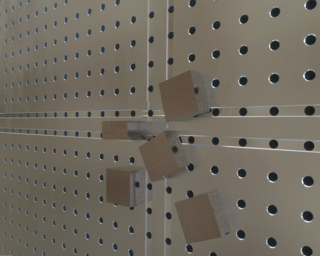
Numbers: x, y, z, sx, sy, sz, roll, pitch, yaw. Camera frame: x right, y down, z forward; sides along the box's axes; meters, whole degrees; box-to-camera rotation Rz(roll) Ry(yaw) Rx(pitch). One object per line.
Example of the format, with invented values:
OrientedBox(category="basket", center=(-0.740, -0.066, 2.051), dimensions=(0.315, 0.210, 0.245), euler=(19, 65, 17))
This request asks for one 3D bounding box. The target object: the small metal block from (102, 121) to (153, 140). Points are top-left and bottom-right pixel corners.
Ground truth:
OrientedBox(category="small metal block", center=(-0.045, 0.003, 0.431), dimensions=(0.050, 0.050, 0.025), euler=(0, 90, 40))

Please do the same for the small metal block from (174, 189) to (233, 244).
OrientedBox(category="small metal block", center=(0.051, 0.105, 0.369), dimensions=(0.050, 0.025, 0.050), euler=(-28, 73, 36))

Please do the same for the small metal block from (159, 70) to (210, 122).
OrientedBox(category="small metal block", center=(0.030, -0.038, 0.386), dimensions=(0.050, 0.025, 0.050), euler=(-17, 79, 38))

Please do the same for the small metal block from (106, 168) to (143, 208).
OrientedBox(category="small metal block", center=(-0.053, 0.085, 0.454), dimensions=(0.050, 0.025, 0.050), euler=(0, 90, 40))

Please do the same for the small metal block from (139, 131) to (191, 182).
OrientedBox(category="small metal block", center=(0.005, 0.037, 0.406), dimensions=(0.050, 0.025, 0.050), euler=(-34, 69, 35))
